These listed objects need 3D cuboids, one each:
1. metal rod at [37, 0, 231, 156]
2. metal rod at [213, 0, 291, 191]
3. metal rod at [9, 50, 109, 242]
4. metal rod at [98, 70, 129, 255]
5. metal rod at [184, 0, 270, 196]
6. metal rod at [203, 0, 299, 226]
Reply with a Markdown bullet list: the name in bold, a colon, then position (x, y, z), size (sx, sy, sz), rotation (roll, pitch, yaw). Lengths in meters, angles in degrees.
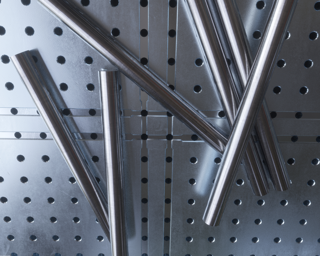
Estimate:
- **metal rod**: position (-0.019, -0.061, 0.390), size (0.301, 0.025, 0.025), rotation (39, 105, -13)
- **metal rod**: position (0.119, -0.047, 0.396), size (0.025, 0.025, 0.299), rotation (-21, 109, 7)
- **metal rod**: position (-0.118, 0.040, 0.427), size (0.025, 0.025, 0.299), rotation (-20, 109, 7)
- **metal rod**: position (-0.061, 0.073, 0.424), size (0.025, 0.025, 0.298), rotation (-1, 104, 0)
- **metal rod**: position (0.089, -0.039, 0.399), size (0.025, 0.025, 0.299), rotation (-21, 109, 7)
- **metal rod**: position (0.105, -0.007, 0.383), size (0.025, 0.025, 0.298), rotation (12, 110, -5)
